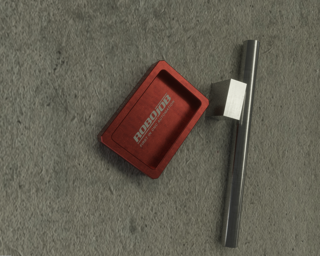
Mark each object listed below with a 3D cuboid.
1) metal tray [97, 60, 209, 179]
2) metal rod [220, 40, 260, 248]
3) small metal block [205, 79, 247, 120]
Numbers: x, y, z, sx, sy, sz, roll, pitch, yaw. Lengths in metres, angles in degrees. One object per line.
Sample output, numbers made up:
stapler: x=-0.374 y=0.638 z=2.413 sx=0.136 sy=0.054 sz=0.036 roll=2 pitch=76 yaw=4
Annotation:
metal tray: x=-0.007 y=-0.011 z=0.404 sx=0.090 sy=0.030 sz=0.130 roll=39 pitch=77 yaw=-16
metal rod: x=0.118 y=0.021 z=0.454 sx=0.025 sy=0.025 sz=0.298 roll=8 pitch=87 yaw=-20
small metal block: x=0.090 y=-0.038 z=0.431 sx=0.025 sy=0.050 sz=0.050 roll=14 pitch=85 yaw=-20
